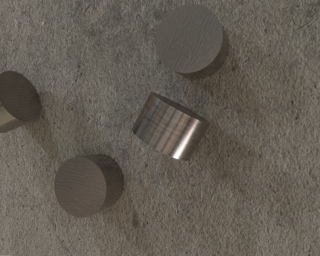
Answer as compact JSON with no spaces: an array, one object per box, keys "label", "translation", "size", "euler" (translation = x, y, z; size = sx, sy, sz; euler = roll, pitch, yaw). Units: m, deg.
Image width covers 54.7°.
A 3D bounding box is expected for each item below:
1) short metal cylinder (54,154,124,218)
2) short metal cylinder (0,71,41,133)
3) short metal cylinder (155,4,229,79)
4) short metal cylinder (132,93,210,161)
[{"label":"short metal cylinder","translation":[-0.097,0.078,0.430],"size":[0.080,0.050,0.080],"euler":[0,90,20]},{"label":"short metal cylinder","translation":[-0.226,-0.038,0.460],"size":[0.050,0.080,0.080],"euler":[-20,83,19]},{"label":"short metal cylinder","translation":[0.041,-0.103,0.381],"size":[0.080,0.050,0.080],"euler":[0,90,20]},{"label":"short metal cylinder","translation":[0.013,-0.003,0.375],"size":[0.080,0.080,0.050],"euler":[31,100,17]}]
